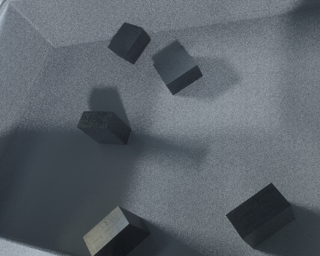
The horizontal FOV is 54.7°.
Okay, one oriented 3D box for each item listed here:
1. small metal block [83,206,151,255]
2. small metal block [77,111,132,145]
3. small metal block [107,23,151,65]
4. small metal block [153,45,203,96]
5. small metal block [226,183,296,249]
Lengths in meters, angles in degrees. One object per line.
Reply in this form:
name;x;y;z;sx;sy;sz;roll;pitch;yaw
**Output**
small metal block;-0.046;0.118;0.340;0.050;0.050;0.025;-42;51;-1
small metal block;-0.076;0.000;0.427;0.050;0.050;0.025;3;63;29
small metal block;-0.051;-0.139;0.511;0.050;0.025;0.050;37;92;38
small metal block;0.025;-0.083;0.442;0.050;0.025;0.050;-33;52;6
small metal block;0.095;0.083;0.288;0.050;0.050;0.025;-37;51;3
